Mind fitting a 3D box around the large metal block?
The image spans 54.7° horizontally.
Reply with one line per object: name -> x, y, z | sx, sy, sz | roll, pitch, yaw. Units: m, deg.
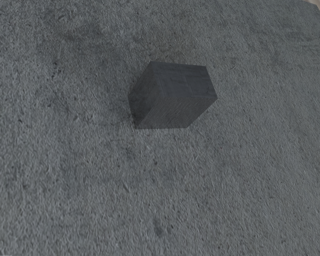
large metal block -> 0.013, -0.039, 0.403 | 0.081, 0.080, 0.050 | -1, 63, -29
